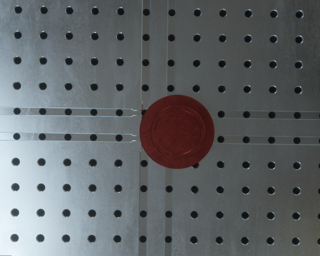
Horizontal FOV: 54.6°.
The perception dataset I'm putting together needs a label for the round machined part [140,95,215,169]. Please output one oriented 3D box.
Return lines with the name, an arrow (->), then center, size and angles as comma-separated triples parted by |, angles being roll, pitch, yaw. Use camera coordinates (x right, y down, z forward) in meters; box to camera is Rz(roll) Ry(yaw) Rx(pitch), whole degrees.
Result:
round machined part -> 0.023, 0.005, 0.405 | 0.099, 0.042, 0.097 | 0, 90, 0
